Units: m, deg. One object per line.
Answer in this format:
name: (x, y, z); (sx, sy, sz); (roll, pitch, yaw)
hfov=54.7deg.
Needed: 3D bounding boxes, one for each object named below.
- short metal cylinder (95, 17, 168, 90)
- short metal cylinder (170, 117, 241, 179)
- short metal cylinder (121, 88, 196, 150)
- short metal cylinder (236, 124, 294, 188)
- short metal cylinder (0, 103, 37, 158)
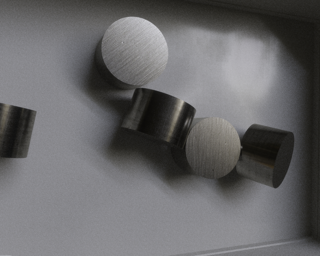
short metal cylinder: (-0.037, -0.090, 0.384); (0.081, 0.050, 0.079); (0, 90, -21)
short metal cylinder: (0.061, 0.026, 0.421); (0.081, 0.050, 0.079); (0, 90, -20)
short metal cylinder: (-0.002, -0.010, 0.382); (0.080, 0.080, 0.050); (22, 83, -19)
short metal cylinder: (0.149, 0.038, 0.434); (0.081, 0.050, 0.079); (-25, 122, -46)
short metal cylinder: (-0.174, -0.001, 0.317); (0.081, 0.080, 0.050); (12, 86, -20)
